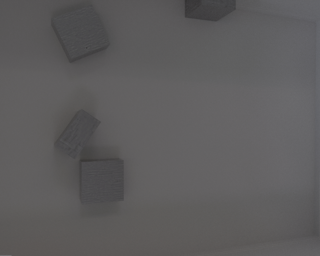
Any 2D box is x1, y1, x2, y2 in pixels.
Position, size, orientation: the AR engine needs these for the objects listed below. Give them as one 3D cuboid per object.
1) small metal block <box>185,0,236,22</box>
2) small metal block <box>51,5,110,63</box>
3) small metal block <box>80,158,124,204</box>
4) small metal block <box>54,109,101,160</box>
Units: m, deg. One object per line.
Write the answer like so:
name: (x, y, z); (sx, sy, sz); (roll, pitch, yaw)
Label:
small metal block: (0.067, -0.168, 0.422); (0.050, 0.050, 0.025); (0, 90, -20)
small metal block: (-0.096, -0.113, 0.375); (0.050, 0.025, 0.050); (-27, 99, -18)
small metal block: (-0.072, 0.065, 0.384); (0.050, 0.025, 0.050); (0, 90, -20)
small metal block: (-0.097, 0.007, 0.361); (0.025, 0.050, 0.050); (36, 78, -17)
